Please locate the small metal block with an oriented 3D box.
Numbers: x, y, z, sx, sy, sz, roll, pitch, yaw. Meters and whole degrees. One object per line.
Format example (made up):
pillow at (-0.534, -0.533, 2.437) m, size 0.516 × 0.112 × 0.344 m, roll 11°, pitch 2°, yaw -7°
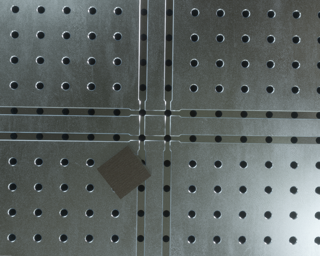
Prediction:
small metal block at (-0.047, 0.057, 0.413) m, size 0.050 × 0.025 × 0.050 m, roll -38°, pitch 91°, yaw 0°
